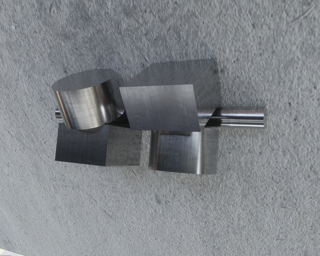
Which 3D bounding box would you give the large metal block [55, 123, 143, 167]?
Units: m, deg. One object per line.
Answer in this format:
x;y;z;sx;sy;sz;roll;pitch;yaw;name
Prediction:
-0.081;0.023;0.422;0.080;0.080;0.050;2;86;26;large metal block

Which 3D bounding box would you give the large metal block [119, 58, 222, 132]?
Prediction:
0.016;-0.038;0.340;0.080;0.080;0.050;2;119;27;large metal block

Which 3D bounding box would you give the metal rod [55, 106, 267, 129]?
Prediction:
-0.018;-0.017;0.409;0.300;0.025;0.025;2;120;27;metal rod

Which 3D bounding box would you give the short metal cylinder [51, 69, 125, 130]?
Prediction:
-0.090;-0.039;0.396;0.080;0.080;0.050;4;120;26;short metal cylinder

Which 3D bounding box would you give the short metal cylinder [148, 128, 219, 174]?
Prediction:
0.028;0.026;0.366;0.080;0.080;0.050;2;85;27;short metal cylinder
